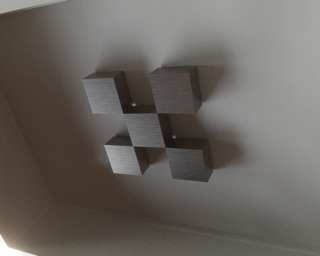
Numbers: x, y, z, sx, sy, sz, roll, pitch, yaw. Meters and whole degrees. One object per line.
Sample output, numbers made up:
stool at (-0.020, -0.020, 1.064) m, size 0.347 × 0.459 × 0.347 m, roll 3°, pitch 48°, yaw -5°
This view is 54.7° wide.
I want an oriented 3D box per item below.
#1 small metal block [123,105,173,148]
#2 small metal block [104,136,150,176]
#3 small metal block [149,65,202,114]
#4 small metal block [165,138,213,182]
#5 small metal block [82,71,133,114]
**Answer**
small metal block at (-0.015, -0.002, 0.412) m, size 0.050 × 0.025 × 0.050 m, roll 1°, pitch 119°, yaw 28°
small metal block at (-0.048, 0.041, 0.457) m, size 0.050 × 0.025 × 0.050 m, roll 1°, pitch 119°, yaw 28°
small metal block at (0.019, -0.045, 0.368) m, size 0.050 × 0.025 × 0.050 m, roll 2°, pitch 120°, yaw 27°
small metal block at (0.040, 0.042, 0.411) m, size 0.050 × 0.025 × 0.050 m, roll 1°, pitch 119°, yaw 27°
small metal block at (-0.070, -0.047, 0.414) m, size 0.050 × 0.025 × 0.050 m, roll 2°, pitch 119°, yaw 27°
